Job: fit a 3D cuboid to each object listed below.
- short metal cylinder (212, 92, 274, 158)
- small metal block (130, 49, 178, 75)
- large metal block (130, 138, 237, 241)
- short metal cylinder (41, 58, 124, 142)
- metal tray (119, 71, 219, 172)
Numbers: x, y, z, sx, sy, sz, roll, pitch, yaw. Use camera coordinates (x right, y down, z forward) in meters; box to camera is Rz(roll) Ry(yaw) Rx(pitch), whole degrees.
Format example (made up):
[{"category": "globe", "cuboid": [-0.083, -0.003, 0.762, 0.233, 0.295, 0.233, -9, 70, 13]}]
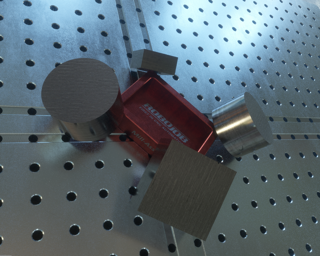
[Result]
[{"category": "short metal cylinder", "cuboid": [0.117, -0.004, 0.438, 0.080, 0.050, 0.080, 38, 37, -35]}, {"category": "small metal block", "cuboid": [-0.010, -0.093, 0.440, 0.050, 0.050, 0.025, 8, 96, -24]}, {"category": "large metal block", "cuboid": [0.024, 0.065, 0.343, 0.080, 0.050, 0.080, 28, 83, -11]}, {"category": "short metal cylinder", "cuboid": [-0.083, -0.031, 0.347, 0.081, 0.050, 0.080, 0, 65, 0]}, {"category": "metal tray", "cuboid": [0.007, -0.007, 0.412, 0.130, 0.030, 0.090, 41, 51, 0]}]
